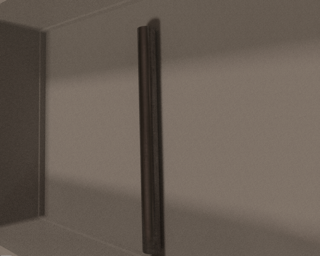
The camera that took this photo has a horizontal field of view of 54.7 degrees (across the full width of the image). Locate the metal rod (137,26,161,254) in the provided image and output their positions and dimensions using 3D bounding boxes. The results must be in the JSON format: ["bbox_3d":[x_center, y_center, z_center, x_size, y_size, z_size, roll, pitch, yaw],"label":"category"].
[{"bbox_3d":[-0.015,0.015,0.416,0.025,0.025,0.298,-2,88,39],"label":"metal rod"}]
